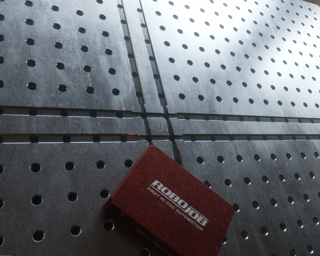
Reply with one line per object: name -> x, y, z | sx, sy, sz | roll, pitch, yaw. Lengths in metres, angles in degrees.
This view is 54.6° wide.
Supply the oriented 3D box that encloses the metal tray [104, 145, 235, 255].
metal tray -> 0.014, 0.092, 0.356 | 0.130, 0.030, 0.090 | 38, 51, -3
